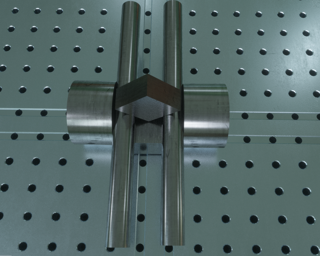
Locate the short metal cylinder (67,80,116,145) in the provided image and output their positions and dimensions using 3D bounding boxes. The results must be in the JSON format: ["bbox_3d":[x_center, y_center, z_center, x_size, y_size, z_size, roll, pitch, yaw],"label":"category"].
[{"bbox_3d":[-0.079,-0.019,0.385,0.050,0.080,0.080,1,70,0],"label":"short metal cylinder"}]

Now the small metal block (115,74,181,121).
[{"bbox_3d":[-0.013,-0.031,0.339,0.050,0.050,0.025,-17,64,41],"label":"small metal block"}]

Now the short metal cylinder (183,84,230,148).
[{"bbox_3d":[0.053,-0.015,0.384,0.050,0.080,0.080,0,70,1],"label":"short metal cylinder"}]

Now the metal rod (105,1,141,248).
[{"bbox_3d":[-0.040,-0.020,0.362,0.025,0.025,0.299,1,70,0],"label":"metal rod"}]

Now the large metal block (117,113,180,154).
[{"bbox_3d":[-0.013,-0.012,0.398,0.081,0.050,0.080,1,70,0],"label":"large metal block"}]

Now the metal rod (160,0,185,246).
[{"bbox_3d":[0.015,-0.022,0.363,0.025,0.025,0.299,1,70,0],"label":"metal rod"}]
